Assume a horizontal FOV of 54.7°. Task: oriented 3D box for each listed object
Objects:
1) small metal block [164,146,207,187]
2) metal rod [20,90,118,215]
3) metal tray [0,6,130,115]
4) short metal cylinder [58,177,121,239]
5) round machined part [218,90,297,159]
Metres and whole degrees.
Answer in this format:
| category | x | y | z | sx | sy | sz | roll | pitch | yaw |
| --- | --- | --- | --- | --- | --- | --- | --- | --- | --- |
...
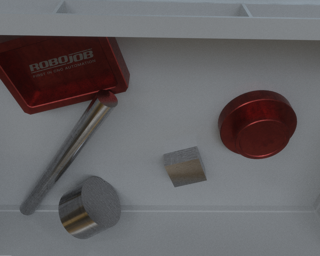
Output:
| category | x | y | z | sx | sy | sz | roll | pitch | yaw |
| --- | --- | --- | --- | --- | --- | --- | --- | --- | --- |
| small metal block | 0.038 | 0.058 | 0.459 | 0.050 | 0.025 | 0.050 | -15 | 129 | 12 |
| metal rod | -0.140 | 0.051 | 0.430 | 0.025 | 0.025 | 0.298 | 27 | 131 | -22 |
| metal tray | -0.110 | -0.070 | 0.344 | 0.131 | 0.030 | 0.090 | -12 | 129 | 10 |
| short metal cylinder | -0.106 | 0.123 | 0.476 | 0.050 | 0.080 | 0.080 | -32 | 124 | 24 |
| round machined part | 0.128 | 0.003 | 0.402 | 0.099 | 0.042 | 0.097 | -1 | 130 | 0 |
